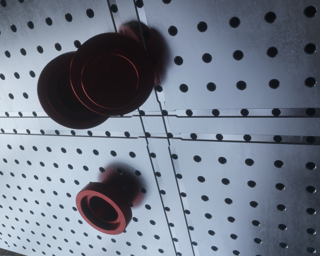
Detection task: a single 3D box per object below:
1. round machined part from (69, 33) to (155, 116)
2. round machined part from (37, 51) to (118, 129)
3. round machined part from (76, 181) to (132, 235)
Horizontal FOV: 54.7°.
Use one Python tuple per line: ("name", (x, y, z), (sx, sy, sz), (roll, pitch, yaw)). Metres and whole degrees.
("round machined part", (-0.055, -0.060, 0.361), (0.099, 0.042, 0.097), (-3, 110, -7))
("round machined part", (-0.103, -0.051, 0.402), (0.099, 0.042, 0.097), (-3, 110, -7))
("round machined part", (-0.090, 0.130, 0.526), (0.098, 0.042, 0.097), (13, 124, 20))
